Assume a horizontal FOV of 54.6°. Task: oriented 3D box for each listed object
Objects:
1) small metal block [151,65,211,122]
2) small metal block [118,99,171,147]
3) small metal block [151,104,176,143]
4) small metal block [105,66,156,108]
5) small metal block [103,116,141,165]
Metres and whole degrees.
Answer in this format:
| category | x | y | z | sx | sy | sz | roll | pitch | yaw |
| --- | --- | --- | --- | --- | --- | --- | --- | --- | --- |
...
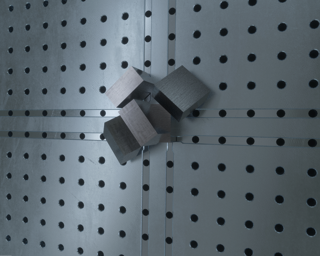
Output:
| category | x | y | z | sx | sy | sz | roll | pitch | yaw |
| --- | --- | --- | --- | --- | --- | --- | --- | --- | --- |
| small metal block | 0.026 | -0.044 | 0.389 | 0.050 | 0.025 | 0.050 | -38 | 74 | -25 |
| small metal block | -0.018 | -0.006 | 0.379 | 0.025 | 0.050 | 0.050 | -38 | 79 | 15 |
| small metal block | -0.006 | -0.006 | 0.415 | 0.050 | 0.025 | 0.050 | 1 | 90 | 19 |
| small metal block | -0.037 | -0.052 | 0.413 | 0.050 | 0.050 | 0.025 | -43 | 77 | 15 |
| small metal block | -0.052 | 0.017 | 0.415 | 0.025 | 0.050 | 0.050 | -28 | 79 | -20 |
